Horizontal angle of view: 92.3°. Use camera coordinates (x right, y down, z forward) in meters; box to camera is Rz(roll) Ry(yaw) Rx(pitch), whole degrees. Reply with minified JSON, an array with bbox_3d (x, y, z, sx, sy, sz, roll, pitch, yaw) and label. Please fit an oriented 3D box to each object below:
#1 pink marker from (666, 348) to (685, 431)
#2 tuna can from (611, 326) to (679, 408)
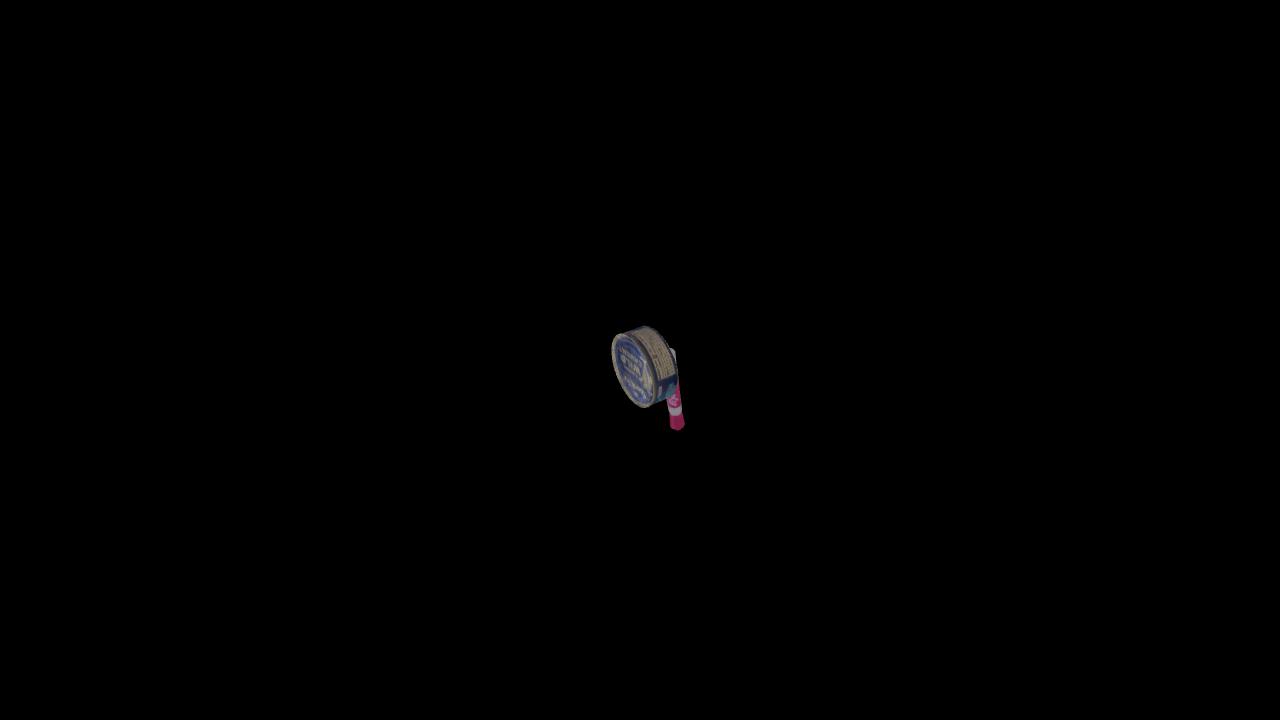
[{"bbox_3d":[0.040,0.039,0.740,0.020,0.121,0.020,-6,37,5],"label":"pink marker"},{"bbox_3d":[0.005,0.007,0.658,0.034,0.084,0.084,-21,10,-26],"label":"tuna can"}]
